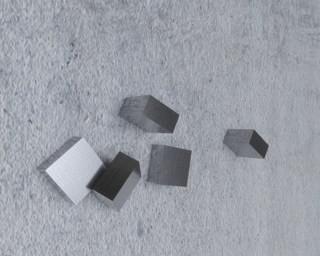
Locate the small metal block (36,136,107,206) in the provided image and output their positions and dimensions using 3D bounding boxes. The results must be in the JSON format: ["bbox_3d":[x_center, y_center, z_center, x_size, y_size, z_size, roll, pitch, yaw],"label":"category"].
[{"bbox_3d":[-0.091,0.044,0.328,0.050,0.025,0.050,-46,118,-30],"label":"small metal block"}]

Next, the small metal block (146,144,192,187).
[{"bbox_3d":[0.013,0.051,0.415,0.050,0.025,0.050,14,81,-39],"label":"small metal block"}]

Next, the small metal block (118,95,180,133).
[{"bbox_3d":[-0.014,-0.016,0.376,0.050,0.050,0.025,32,70,-36],"label":"small metal block"}]

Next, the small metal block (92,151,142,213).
[{"bbox_3d":[-0.046,0.061,0.348,0.050,0.025,0.050,-56,165,-25],"label":"small metal block"}]

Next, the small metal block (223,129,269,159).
[{"bbox_3d":[0.140,0.026,0.505,0.050,0.050,0.025,40,66,-33],"label":"small metal block"}]
